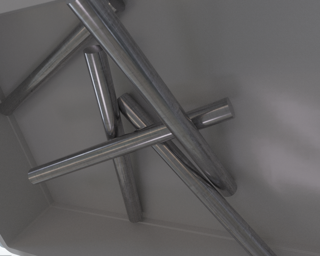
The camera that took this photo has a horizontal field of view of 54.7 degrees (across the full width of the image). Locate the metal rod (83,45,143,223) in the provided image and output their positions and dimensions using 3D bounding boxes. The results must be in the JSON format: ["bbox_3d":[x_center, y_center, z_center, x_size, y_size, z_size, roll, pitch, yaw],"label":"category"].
[{"bbox_3d":[-0.058,0.031,0.435,0.025,0.025,0.298,10,130,23],"label":"metal rod"}]

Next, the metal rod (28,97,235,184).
[{"bbox_3d":[-0.053,0.024,0.396,0.300,0.025,0.025,-20,108,23],"label":"metal rod"}]

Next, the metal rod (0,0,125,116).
[{"bbox_3d":[-0.155,-0.087,0.436,0.299,0.025,0.025,-27,104,37],"label":"metal rod"}]

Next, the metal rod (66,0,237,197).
[{"bbox_3d":[0.016,-0.009,0.318,0.025,0.025,0.300,-9,138,32],"label":"metal rod"}]

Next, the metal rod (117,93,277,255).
[{"bbox_3d":[0.048,0.071,0.395,0.300,0.025,0.025,47,129,7],"label":"metal rod"}]
